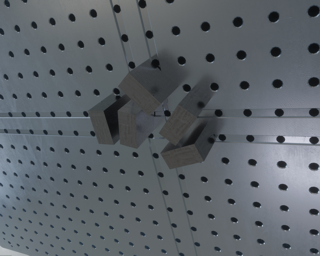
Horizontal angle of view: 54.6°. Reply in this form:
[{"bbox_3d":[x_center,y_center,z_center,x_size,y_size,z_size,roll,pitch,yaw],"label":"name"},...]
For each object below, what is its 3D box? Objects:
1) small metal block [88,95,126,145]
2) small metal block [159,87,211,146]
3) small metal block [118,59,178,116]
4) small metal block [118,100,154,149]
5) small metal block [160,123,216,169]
[{"bbox_3d":[-0.066,-0.012,0.423,0.025,0.050,0.050,2,119,27],"label":"small metal block"},{"bbox_3d":[0.030,-0.014,0.371,0.025,0.050,0.050,37,129,4],"label":"small metal block"},{"bbox_3d":[-0.013,-0.050,0.372,0.050,0.050,0.025,44,129,-2],"label":"small metal block"},{"bbox_3d":[-0.030,-0.009,0.406,0.025,0.050,0.050,14,124,20],"label":"small metal block"},{"bbox_3d":[0.036,0.023,0.391,0.050,0.050,0.025,-19,109,35],"label":"small metal block"}]
